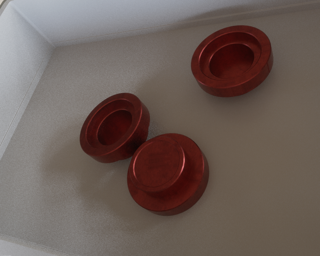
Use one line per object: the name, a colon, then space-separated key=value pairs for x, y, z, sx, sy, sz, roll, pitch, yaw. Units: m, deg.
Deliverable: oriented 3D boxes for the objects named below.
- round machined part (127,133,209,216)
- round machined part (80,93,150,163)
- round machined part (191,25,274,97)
round machined part: x=0.004 y=0.049 z=0.362 sx=0.098 sy=0.042 sz=0.098 roll=-13 pitch=56 yaw=20
round machined part: x=-0.055 y=0.004 z=0.414 sx=0.098 sy=0.042 sz=0.098 roll=-18 pitch=49 yaw=23
round machined part: x=0.093 y=-0.079 z=0.394 sx=0.098 sy=0.042 sz=0.098 roll=-13 pitch=56 yaw=20
